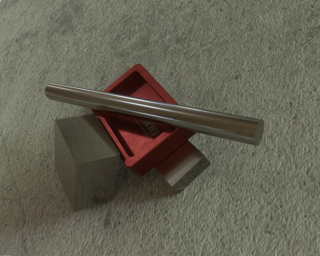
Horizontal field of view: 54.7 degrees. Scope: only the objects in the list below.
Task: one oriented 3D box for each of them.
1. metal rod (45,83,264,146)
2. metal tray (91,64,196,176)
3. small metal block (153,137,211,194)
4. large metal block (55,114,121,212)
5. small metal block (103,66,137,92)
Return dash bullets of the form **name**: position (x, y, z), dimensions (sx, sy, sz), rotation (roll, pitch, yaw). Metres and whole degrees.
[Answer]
- **metal rod**: position (-0.032, -0.024, 0.365), dimensions (0.300, 0.025, 0.025), rotation (13, 68, 33)
- **metal tray**: position (-0.026, -0.015, 0.391), dimensions (0.090, 0.030, 0.130), rotation (-39, 51, 1)
- **small metal block**: position (0.023, 0.040, 0.368), dimensions (0.050, 0.025, 0.050), rotation (-43, 51, -2)
- **large metal block**: position (-0.093, 0.041, 0.381), dimensions (0.050, 0.079, 0.080), rotation (-11, 43, -30)
- **small metal block**: position (-0.050, -0.057, 0.465), dimensions (0.050, 0.025, 0.050), rotation (-39, 51, 2)
